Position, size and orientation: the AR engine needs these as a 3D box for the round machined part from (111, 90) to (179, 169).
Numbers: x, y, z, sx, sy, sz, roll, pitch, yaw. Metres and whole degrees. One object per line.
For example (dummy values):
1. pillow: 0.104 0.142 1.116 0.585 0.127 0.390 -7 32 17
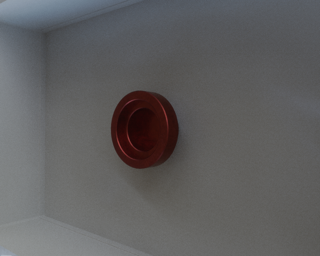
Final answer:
1. round machined part: -0.015 0.002 0.401 0.098 0.042 0.097 0 90 39
